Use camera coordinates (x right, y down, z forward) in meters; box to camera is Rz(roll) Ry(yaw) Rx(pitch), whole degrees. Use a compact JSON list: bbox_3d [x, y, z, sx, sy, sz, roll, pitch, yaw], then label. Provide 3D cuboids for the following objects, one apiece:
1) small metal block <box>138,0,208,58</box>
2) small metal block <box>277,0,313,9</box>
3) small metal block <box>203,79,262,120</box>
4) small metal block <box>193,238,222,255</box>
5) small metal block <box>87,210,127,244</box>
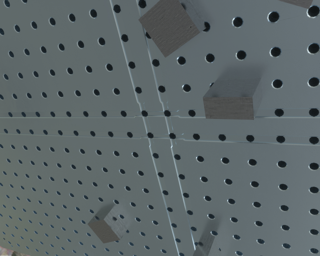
[{"bbox_3d":[0.014,-0.113,0.335,0.050,0.025,0.050,-29,103,37],"label":"small metal block"},{"bbox_3d":[0.115,-0.137,0.266,0.050,0.025,0.050,23,127,14],"label":"small metal block"},{"bbox_3d":[0.079,-0.032,0.334,0.050,0.050,0.025,2,119,27],"label":"small metal block"},{"bbox_3d":[0.075,0.210,0.485,0.025,0.050,0.050,-11,113,33],"label":"small metal block"},{"bbox_3d":[-0.098,0.185,0.578,0.050,0.025,0.050,-27,104,37],"label":"small metal block"}]
